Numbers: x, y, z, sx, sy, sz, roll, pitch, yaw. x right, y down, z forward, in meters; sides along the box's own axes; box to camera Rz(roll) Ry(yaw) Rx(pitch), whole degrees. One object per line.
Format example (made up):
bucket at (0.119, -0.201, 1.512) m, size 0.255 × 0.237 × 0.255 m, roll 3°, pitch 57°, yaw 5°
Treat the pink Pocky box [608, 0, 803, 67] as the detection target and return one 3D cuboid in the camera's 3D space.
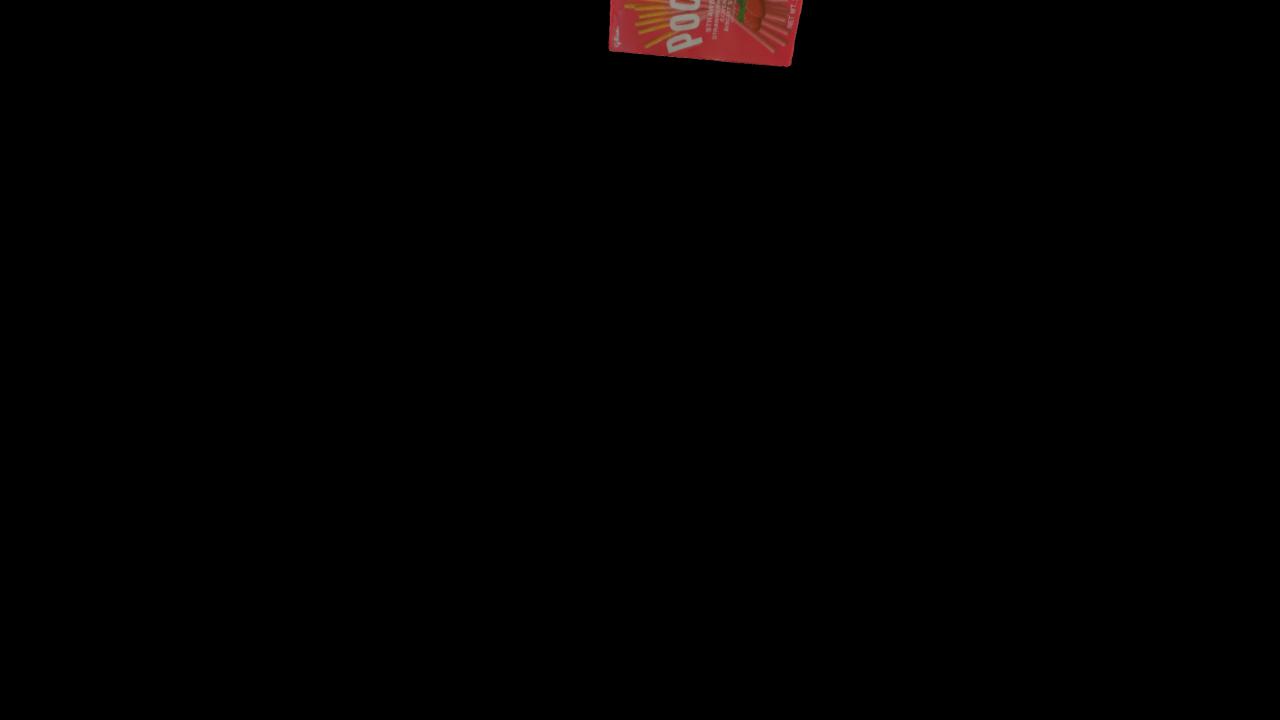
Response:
pink Pocky box at (0.053, -0.289, 0.497) m, size 0.155 × 0.084 × 0.029 m, roll 6°, pitch 38°, yaw 2°
